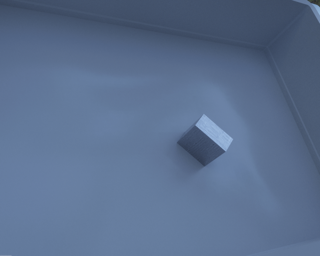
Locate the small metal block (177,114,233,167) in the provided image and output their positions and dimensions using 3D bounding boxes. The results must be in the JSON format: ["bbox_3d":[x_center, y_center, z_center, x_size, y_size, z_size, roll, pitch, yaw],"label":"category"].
[{"bbox_3d":[0.059,0.017,0.410,0.050,0.050,0.025,41,51,-1],"label":"small metal block"}]
